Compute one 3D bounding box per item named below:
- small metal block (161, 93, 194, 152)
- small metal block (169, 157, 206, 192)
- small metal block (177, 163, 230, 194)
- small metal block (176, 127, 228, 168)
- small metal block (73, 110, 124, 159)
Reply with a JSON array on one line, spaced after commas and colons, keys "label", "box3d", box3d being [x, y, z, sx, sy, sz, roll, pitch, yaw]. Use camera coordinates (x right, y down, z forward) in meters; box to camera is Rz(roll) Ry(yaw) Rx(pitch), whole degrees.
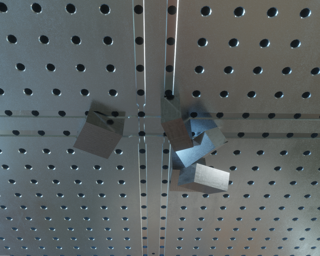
[{"label": "small metal block", "box3d": [0.021, -0.007, 0.390, 0.025, 0.050, 0.050, -16, 129, 12]}, {"label": "small metal block", "box3d": [0.042, 0.072, 0.474, 0.050, 0.025, 0.050, 3, 130, -3]}, {"label": "small metal block", "box3d": [0.059, 0.071, 0.426, 0.050, 0.025, 0.050, 18, 158, -17]}, {"label": "small metal block", "box3d": [0.057, 0.025, 0.415, 0.050, 0.050, 0.025, -39, 77, 28]}, {"label": "small metal block", "box3d": [-0.083, 0.010, 0.419, 0.050, 0.025, 0.050, 23, 126, -19]}]
